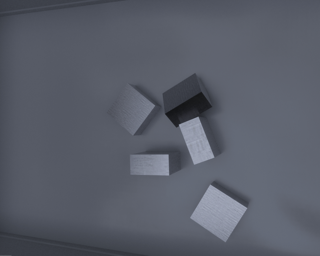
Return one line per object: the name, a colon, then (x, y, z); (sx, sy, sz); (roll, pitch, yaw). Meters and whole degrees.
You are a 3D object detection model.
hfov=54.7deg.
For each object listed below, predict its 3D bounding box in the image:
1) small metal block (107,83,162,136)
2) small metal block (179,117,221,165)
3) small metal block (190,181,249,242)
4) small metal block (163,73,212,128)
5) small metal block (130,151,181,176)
small metal block: (-0.035, -0.025, 0.422); (0.050, 0.025, 0.050); (40, 102, 15)
small metal block: (0.050, 0.015, 0.379); (0.025, 0.050, 0.050); (-23, 83, 18)
small metal block: (0.074, 0.102, 0.384); (0.050, 0.025, 0.050); (32, 100, 17)
small metal block: (0.032, -0.035, 0.383); (0.050, 0.050, 0.025); (-31, 121, 17)
small metal block: (-0.005, 0.044, 0.398); (0.050, 0.050, 0.025); (-2, 90, 19)
